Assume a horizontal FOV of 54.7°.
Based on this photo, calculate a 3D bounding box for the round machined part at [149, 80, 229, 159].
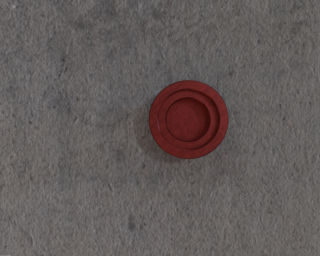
[{"bbox_3d":[0.036,-0.011,0.402,0.099,0.042,0.097,0,90,-1],"label":"round machined part"}]
